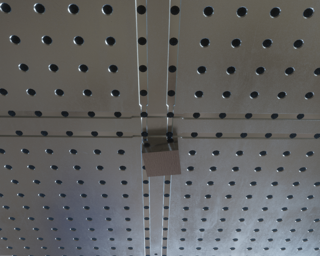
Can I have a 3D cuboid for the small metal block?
[{"bbox_3d":[0.003,0.043,0.448,0.050,0.025,0.050,-5,130,4],"label":"small metal block"}]
